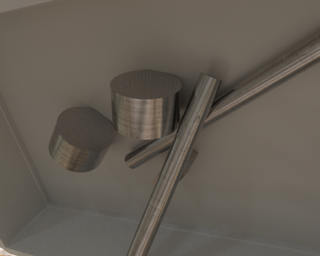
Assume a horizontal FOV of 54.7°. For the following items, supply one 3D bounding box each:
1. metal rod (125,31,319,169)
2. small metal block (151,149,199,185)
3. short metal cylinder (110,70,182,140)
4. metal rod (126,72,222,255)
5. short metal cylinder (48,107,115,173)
[{"bbox_3d":[0.057,-0.016,0.367,0.299,0.025,0.025,-33,100,38],"label":"metal rod"},{"bbox_3d":[0.020,0.053,0.414,0.025,0.050,0.050,39,129,2],"label":"small metal block"},{"bbox_3d":[-0.016,-0.029,0.362,0.080,0.080,0.050,15,124,20],"label":"short metal cylinder"},{"bbox_3d":[0.004,0.078,0.375,0.025,0.025,0.298,25,106,12],"label":"metal rod"},{"bbox_3d":[-0.111,0.016,0.440,0.080,0.080,0.050,37,129,3],"label":"short metal cylinder"}]
